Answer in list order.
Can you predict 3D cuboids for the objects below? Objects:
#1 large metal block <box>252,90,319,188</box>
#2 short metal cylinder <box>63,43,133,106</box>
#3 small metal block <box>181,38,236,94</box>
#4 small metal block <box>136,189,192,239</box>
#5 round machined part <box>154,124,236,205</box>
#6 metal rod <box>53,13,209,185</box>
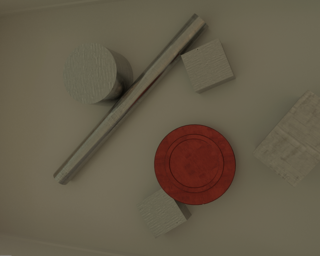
[{"bbox_3d":[0.147,0.010,0.330,0.050,0.080,0.080,41,103,15],"label":"large metal block"},{"bbox_3d":[-0.084,-0.071,0.426,0.080,0.050,0.079,0,90,19],"label":"short metal cylinder"},{"bbox_3d":[0.061,-0.077,0.389,0.050,0.025,0.050,-22,83,18],"label":"small metal block"},{"bbox_3d":[0.005,0.108,0.408,0.050,0.025,0.050,-36,79,16],"label":"small metal block"},{"bbox_3d":[0.041,0.043,0.374,0.099,0.042,0.097,-1,80,7],"label":"round machined part"},{"bbox_3d":[-0.047,-0.031,0.426,0.299,0.025,0.025,-47,76,13],"label":"metal rod"}]
